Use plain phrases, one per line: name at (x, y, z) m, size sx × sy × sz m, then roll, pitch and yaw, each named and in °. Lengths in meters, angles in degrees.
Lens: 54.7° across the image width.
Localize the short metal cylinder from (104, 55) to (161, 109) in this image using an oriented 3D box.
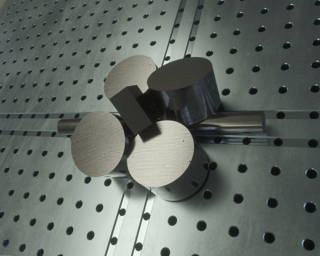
short metal cylinder at (-0.031, -0.056, 0.438) m, size 0.080 × 0.050 × 0.080 m, roll -13°, pitch 56°, yaw 21°

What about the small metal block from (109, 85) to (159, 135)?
small metal block at (-0.029, -0.023, 0.371) m, size 0.025 × 0.050 × 0.050 m, roll -34°, pitch 93°, yaw 13°

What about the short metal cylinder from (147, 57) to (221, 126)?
short metal cylinder at (0.030, -0.046, 0.383) m, size 0.080 × 0.050 × 0.080 m, roll -14°, pitch 34°, yaw 10°

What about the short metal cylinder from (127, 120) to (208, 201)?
short metal cylinder at (0.010, 0.038, 0.359) m, size 0.080 × 0.050 × 0.080 m, roll -13°, pitch 56°, yaw 21°

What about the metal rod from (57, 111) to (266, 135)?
metal rod at (-0.018, -0.004, 0.415) m, size 0.300 × 0.025 × 0.025 m, roll -1°, pitch 61°, yaw 27°

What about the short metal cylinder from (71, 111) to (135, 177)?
short metal cylinder at (-0.064, 0.022, 0.392) m, size 0.080 × 0.050 × 0.080 m, roll -5°, pitch 80°, yaw 26°
